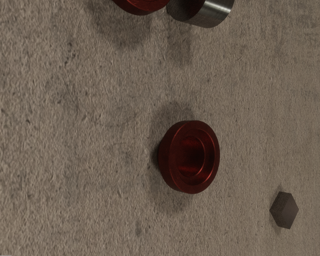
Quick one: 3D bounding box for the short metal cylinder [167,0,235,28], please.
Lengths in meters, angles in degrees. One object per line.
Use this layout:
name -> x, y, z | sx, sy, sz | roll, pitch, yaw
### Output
short metal cylinder -> 0.053, -0.179, 0.416 | 0.050, 0.080, 0.079 | -2, 91, -40

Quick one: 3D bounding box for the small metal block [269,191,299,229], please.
small metal block -> 0.249, 0.164, 0.618 | 0.050, 0.025, 0.050 | -48, 119, -29

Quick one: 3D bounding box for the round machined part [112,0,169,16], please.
round machined part -> -0.032, -0.183, 0.368 | 0.099, 0.042, 0.097 | 0, 90, -40

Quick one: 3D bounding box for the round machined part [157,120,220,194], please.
round machined part -> 0.035, 0.038, 0.425 | 0.099, 0.042, 0.097 | 0, 90, -40
